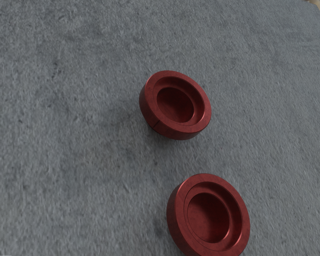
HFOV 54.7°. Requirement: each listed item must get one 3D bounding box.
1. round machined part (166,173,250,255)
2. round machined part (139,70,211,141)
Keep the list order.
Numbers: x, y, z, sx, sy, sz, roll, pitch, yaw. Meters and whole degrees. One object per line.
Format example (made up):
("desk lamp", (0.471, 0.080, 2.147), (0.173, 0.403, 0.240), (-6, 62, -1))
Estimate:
("round machined part", (0.051, 0.106, 0.358), (0.099, 0.042, 0.098), (14, 56, -21))
("round machined part", (0.017, -0.026, 0.420), (0.099, 0.042, 0.098), (14, 56, -21))
